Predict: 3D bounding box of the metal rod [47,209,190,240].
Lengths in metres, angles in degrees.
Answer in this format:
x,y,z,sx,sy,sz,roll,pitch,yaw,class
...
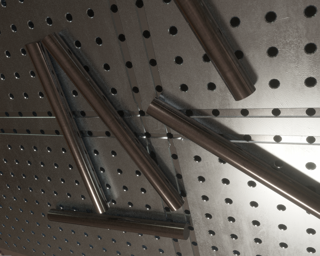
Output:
x,y,z,sx,sy,sz,roll,pitch,yaw,class
-0.089,0.171,0.561,0.300,0.025,0.025,-3,117,29,metal rod

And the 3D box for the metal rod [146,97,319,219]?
x,y,z,sx,sy,sz,roll,pitch,yaw,class
0.116,0.049,0.379,0.301,0.025,0.025,32,128,7,metal rod

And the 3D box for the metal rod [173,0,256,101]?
x,y,z,sx,sy,sz,roll,pitch,yaw,class
0.010,-0.157,0.307,0.025,0.025,0.299,-26,105,37,metal rod

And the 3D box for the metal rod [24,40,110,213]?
x,y,z,sx,sy,sz,roll,pitch,yaw,class
-0.138,0.013,0.489,0.025,0.025,0.298,-1,118,28,metal rod

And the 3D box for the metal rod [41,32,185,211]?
x,y,z,sx,sy,sz,roll,pitch,yaw,class
-0.060,-0.002,0.439,0.025,0.025,0.299,-28,104,37,metal rod
